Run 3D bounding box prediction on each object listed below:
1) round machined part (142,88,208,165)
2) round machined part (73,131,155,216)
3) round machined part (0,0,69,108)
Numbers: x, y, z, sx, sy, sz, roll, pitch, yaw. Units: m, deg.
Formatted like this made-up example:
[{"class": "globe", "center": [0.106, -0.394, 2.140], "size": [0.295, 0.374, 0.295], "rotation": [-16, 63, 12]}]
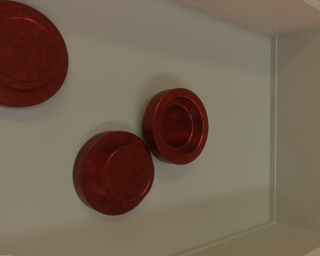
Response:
[{"class": "round machined part", "center": [0.016, -0.002, 0.408], "size": [0.099, 0.042, 0.097], "rotation": [1, 89, -41]}, {"class": "round machined part", "center": [-0.045, 0.052, 0.358], "size": [0.099, 0.042, 0.097], "rotation": [0, 90, -40]}, {"class": "round machined part", "center": [-0.131, -0.068, 0.285], "size": [0.099, 0.042, 0.097], "rotation": [0, 90, -40]}]
